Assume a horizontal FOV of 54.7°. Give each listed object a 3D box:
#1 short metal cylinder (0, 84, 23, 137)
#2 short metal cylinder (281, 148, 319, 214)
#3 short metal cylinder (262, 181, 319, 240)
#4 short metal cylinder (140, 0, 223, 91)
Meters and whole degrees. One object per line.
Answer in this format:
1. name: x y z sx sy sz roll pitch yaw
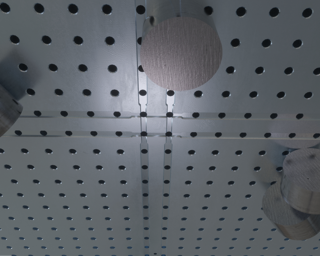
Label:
1. short metal cylinder: -0.210 -0.018 0.358 0.080 0.080 0.050 -23 127 18
2. short metal cylinder: 0.216 0.074 0.441 0.080 0.080 0.050 -7 130 6
3. short metal cylinder: 0.209 0.127 0.486 0.080 0.080 0.050 -27 125 21
4. short metal cylinder: 0.021 -0.086 0.322 0.081 0.050 0.079 0 130 0
